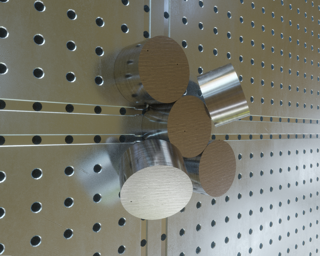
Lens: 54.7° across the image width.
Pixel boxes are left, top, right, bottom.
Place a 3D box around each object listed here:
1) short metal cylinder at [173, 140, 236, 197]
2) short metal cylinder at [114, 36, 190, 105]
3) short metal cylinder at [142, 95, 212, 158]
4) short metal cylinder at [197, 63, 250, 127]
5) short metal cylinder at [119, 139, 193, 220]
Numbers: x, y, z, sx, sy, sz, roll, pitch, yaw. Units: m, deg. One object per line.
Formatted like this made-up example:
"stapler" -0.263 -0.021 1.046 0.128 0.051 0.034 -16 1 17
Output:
"short metal cylinder" 0.065 0.056 0.450 0.081 0.050 0.079 0 90 -40
"short metal cylinder" -0.009 -0.069 0.386 0.081 0.050 0.079 0 90 -40
"short metal cylinder" 0.023 -0.002 0.414 0.081 0.050 0.079 0 90 -40
"short metal cylinder" 0.091 -0.047 0.445 0.080 0.050 0.080 -21 90 -78
"short metal cylinder" -0.007 0.060 0.362 0.081 0.050 0.079 -5 121 -7
